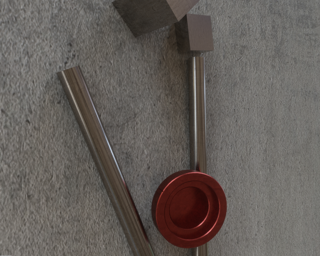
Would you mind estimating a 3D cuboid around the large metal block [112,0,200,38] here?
[{"bbox_3d":[0.003,-0.161,0.373,0.080,0.080,0.050,-51,121,-28],"label":"large metal block"}]

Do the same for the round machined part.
[{"bbox_3d":[0.035,0.104,0.412,0.099,0.042,0.097,-1,92,-19],"label":"round machined part"}]

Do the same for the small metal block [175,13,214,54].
[{"bbox_3d":[0.050,-0.135,0.449,0.050,0.025,0.050,-12,98,-40],"label":"small metal block"}]

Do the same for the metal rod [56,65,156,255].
[{"bbox_3d":[-0.049,0.074,0.365,0.025,0.025,0.298,-31,109,-36],"label":"metal rod"}]

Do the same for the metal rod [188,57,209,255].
[{"bbox_3d":[0.056,0.048,0.454,0.025,0.025,0.298,-2,92,-40],"label":"metal rod"}]
